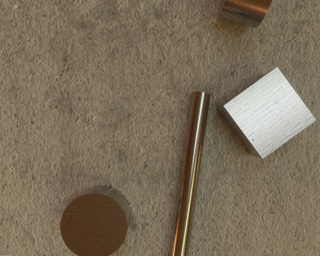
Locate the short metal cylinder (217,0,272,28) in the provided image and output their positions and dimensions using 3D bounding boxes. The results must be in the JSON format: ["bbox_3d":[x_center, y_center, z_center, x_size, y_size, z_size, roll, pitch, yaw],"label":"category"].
[{"bbox_3d":[0.108,-0.171,0.383,0.050,0.080,0.080,16,90,0],"label":"short metal cylinder"}]

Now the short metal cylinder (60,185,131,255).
[{"bbox_3d":[-0.079,0.118,0.397,0.081,0.050,0.079,0,90,0],"label":"short metal cylinder"}]

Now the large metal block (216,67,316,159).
[{"bbox_3d":[0.133,-0.018,0.398,0.080,0.050,0.080,-36,90,0],"label":"large metal block"}]

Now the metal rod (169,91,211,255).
[{"bbox_3d":[0.034,0.101,0.410,0.025,0.025,0.298,8,90,0],"label":"metal rod"}]
